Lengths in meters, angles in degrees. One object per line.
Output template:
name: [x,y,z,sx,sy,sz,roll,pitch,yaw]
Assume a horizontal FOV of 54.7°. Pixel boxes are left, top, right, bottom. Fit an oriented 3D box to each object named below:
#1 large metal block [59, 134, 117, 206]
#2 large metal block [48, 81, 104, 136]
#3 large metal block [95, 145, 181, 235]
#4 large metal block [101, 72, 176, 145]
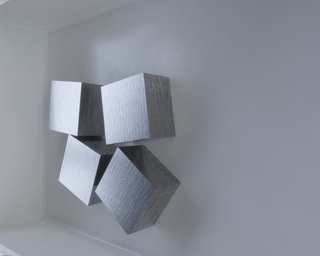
large metal block: [-0.105,0.060,0.478,0.080,0.050,0.079,26,107,37]
large metal block: [-0.133,-0.033,0.501,0.080,0.050,0.079,10,96,39]
large metal block: [-0.032,0.080,0.417,0.080,0.050,0.080,43,116,31]
large metal block: [-0.030,-0.023,0.416,0.080,0.050,0.080,-10,84,39]
